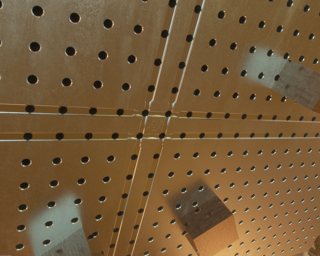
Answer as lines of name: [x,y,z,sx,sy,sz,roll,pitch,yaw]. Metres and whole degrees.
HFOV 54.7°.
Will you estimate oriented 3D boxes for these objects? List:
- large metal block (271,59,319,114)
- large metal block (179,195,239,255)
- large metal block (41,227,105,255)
large metal block: [0.235,-0.057,0.472,0.081,0.080,0.050,12,112,-34]
large metal block: [0.090,0.182,0.560,0.080,0.050,0.080,-29,129,-11]
large metal block: [-0.121,0.204,0.437,0.080,0.080,0.050,-34,129,-6]
